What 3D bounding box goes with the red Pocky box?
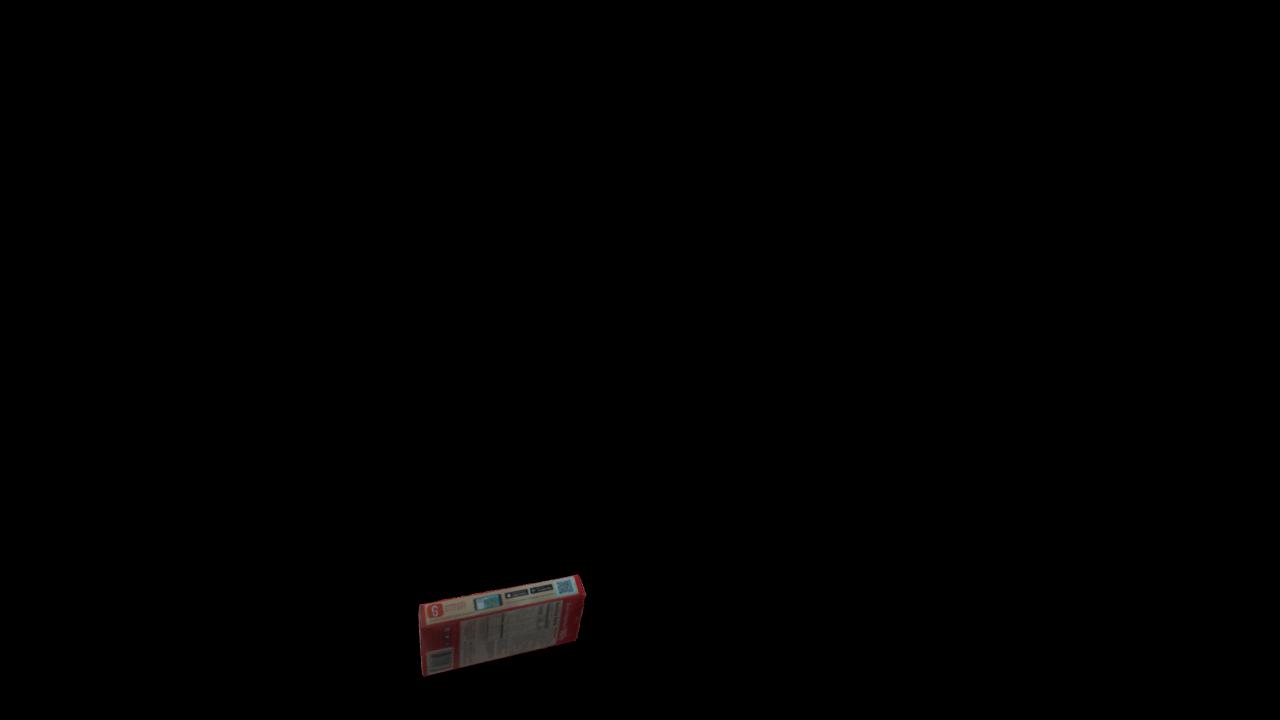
[{"bbox_3d":[-0.134,0.258,0.602,0.155,0.083,0.028,-3,35,-22],"label":"red Pocky box"}]
